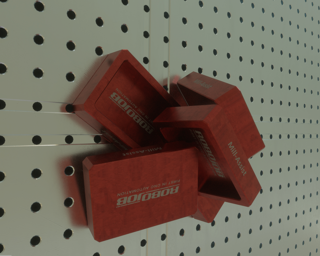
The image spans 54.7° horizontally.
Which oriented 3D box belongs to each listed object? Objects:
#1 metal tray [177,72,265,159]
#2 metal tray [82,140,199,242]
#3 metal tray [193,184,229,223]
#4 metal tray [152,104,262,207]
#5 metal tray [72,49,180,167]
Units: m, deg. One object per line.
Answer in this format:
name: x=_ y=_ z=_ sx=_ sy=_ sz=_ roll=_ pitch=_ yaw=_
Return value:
metal tray: x=0.075 y=-0.021 z=0.406 sx=0.030 sy=0.130 sz=0.090 roll=-33 pitch=114 yaw=-5
metal tray: x=-0.018 y=0.070 z=0.361 sx=0.131 sy=0.030 sz=0.089 roll=-8 pitch=106 yaw=-25
metal tray: x=0.079 y=0.065 z=0.473 sx=0.130 sy=0.030 sz=0.090 roll=-49 pitch=119 yaw=-29
metal tray: x=0.057 y=0.034 z=0.377 sx=0.030 sy=0.090 sz=0.130 roll=-46 pitch=118 yaw=-30
metal tray: x=-0.030 y=-0.020 z=0.382 sx=0.130 sy=0.030 sz=0.090 roll=43 pitch=64 yaw=-32
